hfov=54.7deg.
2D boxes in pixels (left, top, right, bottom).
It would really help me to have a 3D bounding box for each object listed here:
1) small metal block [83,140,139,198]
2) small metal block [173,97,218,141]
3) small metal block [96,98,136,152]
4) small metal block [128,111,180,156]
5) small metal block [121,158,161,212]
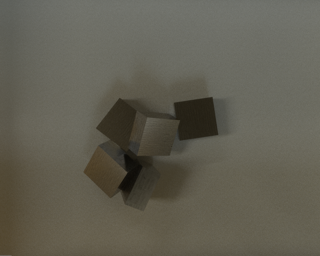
[{"bbox_3d":[-0.063,0.052,0.395,0.050,0.025,0.050,41,120,12],"label":"small metal block"},{"bbox_3d":[0.047,-0.012,0.412,0.050,0.025,0.050,-9,90,0],"label":"small metal block"},{"bbox_3d":[-0.047,-0.004,0.411,0.050,0.025,0.050,38,90,0],"label":"small metal block"},{"bbox_3d":[-0.008,0.007,0.393,0.050,0.025,0.050,4,109,-37],"label":"small metal block"},{"bbox_3d":[-0.026,0.071,0.396,0.025,0.050,0.050,25,90,-15],"label":"small metal block"}]
